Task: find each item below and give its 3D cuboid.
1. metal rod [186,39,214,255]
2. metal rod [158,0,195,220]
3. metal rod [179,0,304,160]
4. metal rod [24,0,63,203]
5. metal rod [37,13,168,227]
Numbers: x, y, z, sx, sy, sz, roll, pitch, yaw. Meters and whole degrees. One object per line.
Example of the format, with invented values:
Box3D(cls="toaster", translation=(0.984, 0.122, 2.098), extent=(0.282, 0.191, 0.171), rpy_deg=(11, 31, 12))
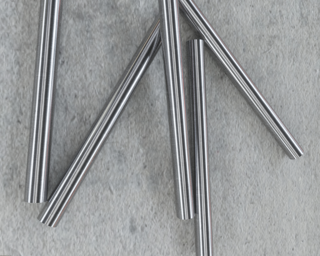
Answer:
Box3D(cls="metal rod", translation=(0.055, 0.030, 0.430), extent=(0.025, 0.025, 0.298), rpy_deg=(-3, 91, -20))
Box3D(cls="metal rod", translation=(0.022, -0.027, 0.402), extent=(0.025, 0.025, 0.298), rpy_deg=(-8, 99, -20))
Box3D(cls="metal rod", translation=(0.120, -0.069, 0.454), extent=(0.025, 0.025, 0.300), rpy_deg=(-45, 104, -15))
Box3D(cls="metal rod", translation=(-0.132, -0.065, 0.360), extent=(0.025, 0.025, 0.298), rpy_deg=(5, 88, -20))
Box3D(cls="metal rod", translation=(-0.061, -0.020, 0.387), extent=(0.025, 0.025, 0.299), rpy_deg=(32, 79, -18))
